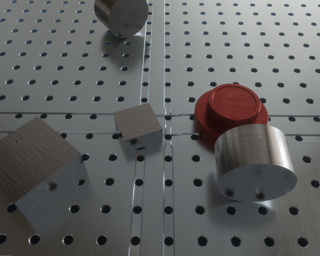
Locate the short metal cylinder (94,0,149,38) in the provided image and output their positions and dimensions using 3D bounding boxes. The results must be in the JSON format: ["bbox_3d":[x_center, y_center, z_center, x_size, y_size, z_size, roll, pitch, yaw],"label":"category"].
[{"bbox_3d":[-0.068,-0.207,0.545,0.081,0.080,0.050,-28,56,-22],"label":"short metal cylinder"}]

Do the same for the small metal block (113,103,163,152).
[{"bbox_3d":[-0.029,-0.002,0.409,0.050,0.025,0.050,-16,52,-14],"label":"small metal block"}]

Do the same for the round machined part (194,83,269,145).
[{"bbox_3d":[0.096,-0.022,0.417,0.099,0.042,0.098,0,50,0],"label":"round machined part"}]

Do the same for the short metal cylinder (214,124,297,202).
[{"bbox_3d":[0.102,0.040,0.340,0.080,0.080,0.050,3,50,2],"label":"short metal cylinder"}]

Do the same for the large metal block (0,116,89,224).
[{"bbox_3d":[-0.143,0.045,0.352,0.080,0.050,0.080,35,58,25],"label":"large metal block"}]
